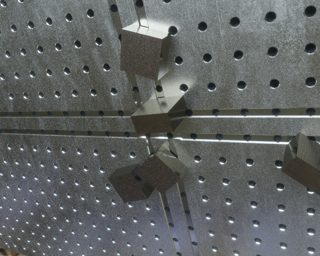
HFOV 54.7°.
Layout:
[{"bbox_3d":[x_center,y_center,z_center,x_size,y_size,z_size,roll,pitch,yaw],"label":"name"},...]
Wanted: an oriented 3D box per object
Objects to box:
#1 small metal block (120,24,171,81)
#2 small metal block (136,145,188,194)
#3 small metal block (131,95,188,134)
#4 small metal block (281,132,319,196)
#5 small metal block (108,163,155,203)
[{"bbox_3d":[-0.018,-0.089,0.364,0.050,0.025,0.050,19,126,16],"label":"small metal block"},{"bbox_3d":[0.003,0.060,0.446,0.050,0.025,0.050,43,129,-2],"label":"small metal block"},{"bbox_3d":[0.000,-0.017,0.383,0.050,0.050,0.025,-4,117,29],"label":"small metal block"},{"bbox_3d":[0.163,0.038,0.333,0.050,0.050,0.025,33,129,6],"label":"small metal block"},{"bbox_3d":[-0.045,0.087,0.487,0.050,0.025,0.050,-19,109,35],"label":"small metal block"}]
